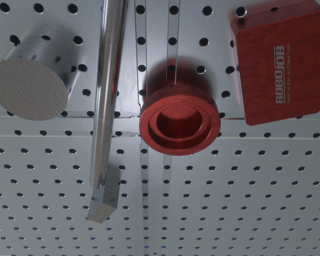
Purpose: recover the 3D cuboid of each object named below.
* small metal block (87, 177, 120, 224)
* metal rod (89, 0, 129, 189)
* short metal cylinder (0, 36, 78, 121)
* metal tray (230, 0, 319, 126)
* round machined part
[{"bbox_3d":[-0.089,0.115,0.493,0.025,0.050,0.050,28,125,-22],"label":"small metal block"},{"bbox_3d":[-0.069,-0.027,0.387,0.025,0.025,0.298,8,130,-7],"label":"metal rod"},{"bbox_3d":[-0.139,-0.054,0.348,0.081,0.050,0.079,0,130,0],"label":"short metal cylinder"},{"bbox_3d":[0.135,-0.067,0.353,0.090,0.030,0.129,-12,129,10],"label":"metal tray"},{"bbox_3d":[0.024,-0.014,0.389,0.099,0.042,0.097,0,130,0],"label":"round machined part"}]
